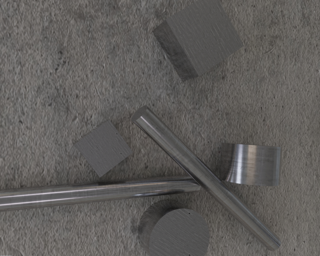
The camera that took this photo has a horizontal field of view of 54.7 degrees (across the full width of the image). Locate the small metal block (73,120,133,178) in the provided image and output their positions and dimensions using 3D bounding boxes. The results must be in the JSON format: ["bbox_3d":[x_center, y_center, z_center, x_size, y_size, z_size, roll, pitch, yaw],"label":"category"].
[{"bbox_3d":[-0.071,0.025,0.383,0.050,0.025,0.050,-38,102,-16],"label":"small metal block"}]

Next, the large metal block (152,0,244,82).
[{"bbox_3d":[0.050,-0.120,0.414,0.080,0.050,0.080,-36,102,-17],"label":"large metal block"}]

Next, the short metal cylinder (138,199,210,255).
[{"bbox_3d":[0.017,0.138,0.402,0.081,0.050,0.080,0,90,-20],"label":"short metal cylinder"}]

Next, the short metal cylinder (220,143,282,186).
[{"bbox_3d":[0.124,0.048,0.426,0.081,0.080,0.050,5,89,-20],"label":"short metal cylinder"}]

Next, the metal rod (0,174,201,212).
[{"bbox_3d":[-0.091,0.079,0.375,0.303,0.025,0.025,-1,91,-20],"label":"metal rod"}]

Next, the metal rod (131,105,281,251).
[{"bbox_3d":[0.075,0.080,0.415,0.300,0.025,0.025,44,76,-23],"label":"metal rod"}]
